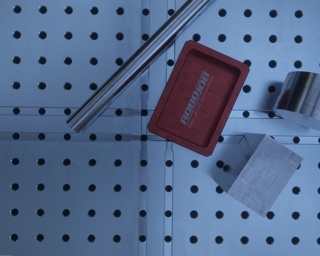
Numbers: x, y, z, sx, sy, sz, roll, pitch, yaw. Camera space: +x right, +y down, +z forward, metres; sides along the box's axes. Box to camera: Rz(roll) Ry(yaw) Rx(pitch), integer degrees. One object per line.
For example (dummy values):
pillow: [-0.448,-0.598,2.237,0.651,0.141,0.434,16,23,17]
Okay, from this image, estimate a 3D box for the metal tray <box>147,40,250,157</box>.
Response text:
metal tray: [0.049,-0.038,0.410,0.090,0.030,0.129,24,90,0]

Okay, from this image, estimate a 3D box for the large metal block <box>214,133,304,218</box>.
large metal block: [0.118,0.054,0.387,0.050,0.080,0.080,34,90,0]

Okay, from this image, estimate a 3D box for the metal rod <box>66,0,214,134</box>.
metal rod: [-0.009,-0.107,0.412,0.300,0.025,0.025,-45,90,0]

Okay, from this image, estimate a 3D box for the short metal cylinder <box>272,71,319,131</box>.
short metal cylinder: [0.190,-0.031,0.387,0.080,0.080,0.050,22,90,0]
